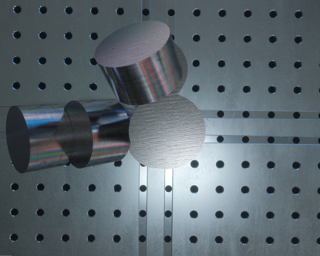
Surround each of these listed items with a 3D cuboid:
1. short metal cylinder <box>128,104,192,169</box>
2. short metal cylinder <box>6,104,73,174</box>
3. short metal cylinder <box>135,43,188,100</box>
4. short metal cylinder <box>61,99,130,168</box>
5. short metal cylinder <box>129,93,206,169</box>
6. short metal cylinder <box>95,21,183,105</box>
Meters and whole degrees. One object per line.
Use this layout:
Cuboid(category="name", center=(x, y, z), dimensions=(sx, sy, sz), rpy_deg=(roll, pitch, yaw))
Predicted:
Cuboid(category="short metal cylinder", center=(-0.002, 0.009, 0.400), dimensions=(0.081, 0.050, 0.079), rpy_deg=(0, 90, 0))
Cuboid(category="short metal cylinder", center=(-0.148, 0.011, 0.378), dimensions=(0.050, 0.080, 0.080), rpy_deg=(-8, 90, -42))
Cuboid(category="short metal cylinder", center=(-0.006, -0.071, 0.400), dimensions=(0.081, 0.050, 0.079), rpy_deg=(0, 90, 0))
Cuboid(category="short metal cylinder", center=(-0.080, 0.005, 0.378), dimensions=(0.050, 0.080, 0.080), rpy_deg=(-7, 90, -42))
Cuboid(category="short metal cylinder", center=(0.008, 0.003, 0.349), dimensions=(0.081, 0.050, 0.079), rpy_deg=(0, 90, 0))
Cuboid(category="short metal cylinder", center=(-0.021, -0.070, 0.329), dimensions=(0.080, 0.080, 0.050), rpy_deg=(-24, 133, 0))
